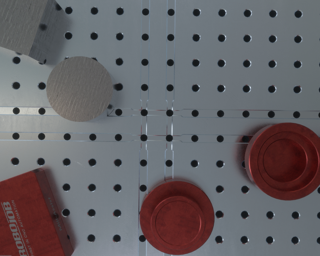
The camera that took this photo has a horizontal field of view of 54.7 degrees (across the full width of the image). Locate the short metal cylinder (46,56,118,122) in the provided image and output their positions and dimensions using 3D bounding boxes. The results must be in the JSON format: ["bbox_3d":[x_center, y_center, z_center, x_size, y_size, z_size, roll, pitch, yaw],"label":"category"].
[{"bbox_3d":[-0.097,-0.047,0.400,0.081,0.050,0.079,0,90,0],"label":"short metal cylinder"}]

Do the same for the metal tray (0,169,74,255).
[{"bbox_3d":[-0.181,0.129,0.409,0.090,0.030,0.129,-20,90,0],"label":"metal tray"}]

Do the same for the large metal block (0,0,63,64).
[{"bbox_3d":[-0.184,-0.138,0.399,0.080,0.050,0.080,19,90,0],"label":"large metal block"}]

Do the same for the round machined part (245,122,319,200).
[{"bbox_3d":[0.160,0.042,0.406,0.099,0.042,0.097,0,90,0],"label":"round machined part"}]

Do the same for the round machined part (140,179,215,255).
[{"bbox_3d":[0.023,0.118,0.405,0.099,0.042,0.097,0,90,0],"label":"round machined part"}]
